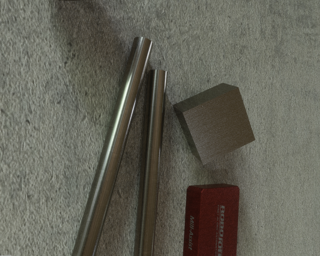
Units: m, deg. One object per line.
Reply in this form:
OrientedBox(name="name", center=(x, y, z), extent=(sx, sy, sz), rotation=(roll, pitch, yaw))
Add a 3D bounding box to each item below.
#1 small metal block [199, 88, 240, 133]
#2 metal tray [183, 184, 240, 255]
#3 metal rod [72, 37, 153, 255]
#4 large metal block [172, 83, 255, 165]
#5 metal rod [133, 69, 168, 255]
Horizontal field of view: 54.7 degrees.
OrientedBox(name="small metal block", center=(0.094, -0.027, 0.487), extent=(0.050, 0.025, 0.050), rotation=(44, 63, -32))
OrientedBox(name="metal tray", center=(0.079, 0.153, 0.471), extent=(0.091, 0.030, 0.129), rotation=(6, 86, -40))
OrientedBox(name="metal rod", center=(-0.056, 0.034, 0.358), extent=(0.025, 0.025, 0.299), rotation=(23, 75, -38))
OrientedBox(name="large metal block", center=(0.074, -0.008, 0.431), extent=(0.080, 0.050, 0.080), rotation=(-25, 109, -6))
OrientedBox(name="metal rod", center=(-0.014, 0.075, 0.395), extent=(0.025, 0.025, 0.298), rotation=(8, 85, -40))
